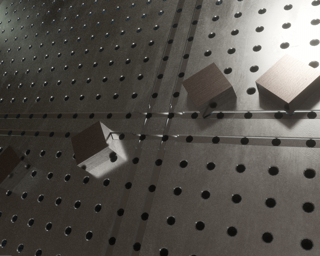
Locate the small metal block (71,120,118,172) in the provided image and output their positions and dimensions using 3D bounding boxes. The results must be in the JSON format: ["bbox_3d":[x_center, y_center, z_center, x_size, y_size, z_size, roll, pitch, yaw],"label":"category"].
[{"bbox_3d":[-0.094,0.026,0.440,0.050,0.025,0.050,-31,52,7],"label":"small metal block"}]

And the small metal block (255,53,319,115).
[{"bbox_3d":[0.150,-0.052,0.361,0.050,0.025,0.050,-42,51,-1],"label":"small metal block"}]

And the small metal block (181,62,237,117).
[{"bbox_3d":[0.063,-0.050,0.405,0.050,0.025,0.050,-31,52,7],"label":"small metal block"}]

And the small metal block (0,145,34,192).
[{"bbox_3d":[-0.237,0.063,0.491,0.050,0.025,0.050,34,80,38],"label":"small metal block"}]
